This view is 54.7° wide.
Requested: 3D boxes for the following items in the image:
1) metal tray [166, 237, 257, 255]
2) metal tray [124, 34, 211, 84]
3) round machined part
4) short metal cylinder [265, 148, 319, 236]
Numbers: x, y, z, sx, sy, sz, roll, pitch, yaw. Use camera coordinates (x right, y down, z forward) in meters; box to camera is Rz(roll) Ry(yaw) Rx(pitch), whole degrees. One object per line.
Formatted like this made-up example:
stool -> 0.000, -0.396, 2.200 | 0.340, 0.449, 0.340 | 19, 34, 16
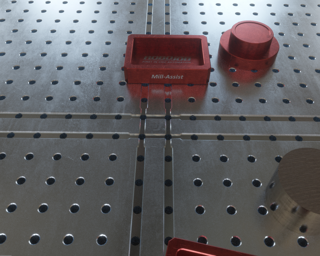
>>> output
metal tray -> 0.063, 0.158, 0.272 | 0.131, 0.030, 0.090 | 10, 51, 8
metal tray -> 0.012, -0.112, 0.498 | 0.131, 0.030, 0.090 | 1, 50, 0
round machined part -> 0.151, -0.144, 0.520 | 0.099, 0.042, 0.098 | 0, 50, 0
short metal cylinder -> 0.162, 0.068, 0.336 | 0.081, 0.050, 0.080 | 0, 50, 0
